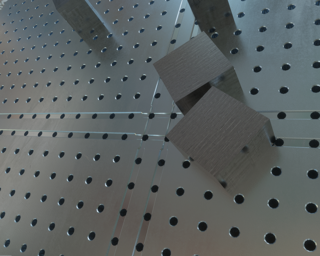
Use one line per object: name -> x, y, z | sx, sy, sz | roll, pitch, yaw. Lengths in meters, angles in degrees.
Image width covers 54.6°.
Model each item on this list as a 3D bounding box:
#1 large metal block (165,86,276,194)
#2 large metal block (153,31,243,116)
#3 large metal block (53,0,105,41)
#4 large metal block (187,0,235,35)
large metal block -> 0.068, 0.012, 0.350 | 0.080, 0.050, 0.080 | -47, 51, -5
large metal block -> 0.048, -0.067, 0.409 | 0.080, 0.050, 0.080 | -32, 52, 7
large metal block -> -0.161, -0.230, 0.600 | 0.050, 0.080, 0.080 | -35, 51, 6
large metal block -> 0.065, -0.199, 0.462 | 0.050, 0.080, 0.080 | -24, 53, 14
